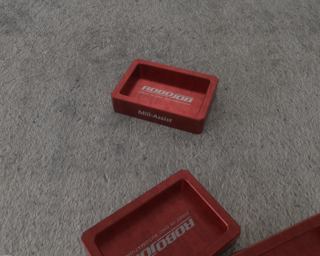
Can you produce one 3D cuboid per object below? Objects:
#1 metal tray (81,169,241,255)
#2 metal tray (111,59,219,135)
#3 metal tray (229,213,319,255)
[{"bbox_3d":[0.002,0.109,0.307,0.131,0.030,0.090,-29,56,-23],"label":"metal tray"},{"bbox_3d":[0.009,-0.048,0.440,0.130,0.030,0.090,16,52,12],"label":"metal tray"},{"bbox_3d":[0.118,0.139,0.270,0.131,0.030,0.090,-18,66,-15],"label":"metal tray"}]
